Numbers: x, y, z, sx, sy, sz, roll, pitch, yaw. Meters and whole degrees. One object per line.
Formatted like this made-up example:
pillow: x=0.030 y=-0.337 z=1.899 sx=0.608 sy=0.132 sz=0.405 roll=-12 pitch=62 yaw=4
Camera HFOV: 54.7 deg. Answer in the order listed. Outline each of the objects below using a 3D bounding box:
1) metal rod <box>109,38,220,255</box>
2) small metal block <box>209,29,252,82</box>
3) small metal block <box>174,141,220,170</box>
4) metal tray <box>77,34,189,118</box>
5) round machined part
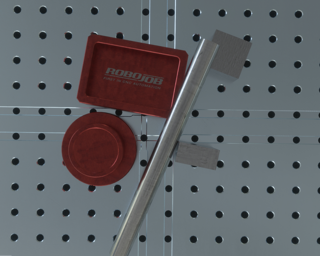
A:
metal rod: x=0.002 y=0.035 z=0.390 sx=0.025 sy=0.025 sz=0.298 roll=23 pitch=99 yaw=0
small metal block: x=0.087 y=-0.096 z=0.414 sx=0.050 sy=0.025 sz=0.050 roll=21 pitch=90 yaw=0
small metal block: x=0.046 y=0.034 z=0.401 sx=0.050 sy=0.050 sz=0.025 roll=12 pitch=90 yaw=0
metal tray: x=-0.035 y=-0.066 z=0.410 sx=0.131 sy=0.030 sz=0.089 roll=10 pitch=90 yaw=0
round machined part: x=-0.080 y=0.028 z=0.404 sx=0.099 sy=0.042 sz=0.097 roll=0 pitch=90 yaw=0
